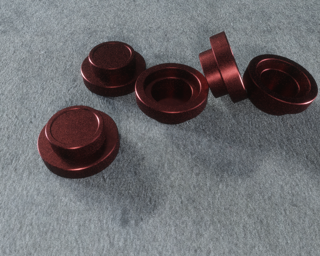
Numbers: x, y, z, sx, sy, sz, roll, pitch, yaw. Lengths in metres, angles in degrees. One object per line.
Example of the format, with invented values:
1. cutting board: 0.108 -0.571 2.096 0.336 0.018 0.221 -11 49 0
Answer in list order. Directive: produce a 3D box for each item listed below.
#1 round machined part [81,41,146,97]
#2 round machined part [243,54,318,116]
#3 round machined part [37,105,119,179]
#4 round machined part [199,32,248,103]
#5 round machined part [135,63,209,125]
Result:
1. round machined part: -0.071 -0.096 0.472 0.099 0.042 0.098 0 50 0
2. round machined part: 0.163 -0.056 0.434 0.099 0.042 0.098 7 51 -8
3. round machined part: -0.101 0.010 0.382 0.099 0.042 0.098 0 50 0
4. round machined part: 0.086 -0.080 0.431 0.042 0.098 0.098 -20 48 17
5. round machined part: 0.016 -0.043 0.429 0.099 0.042 0.098 0 50 0
